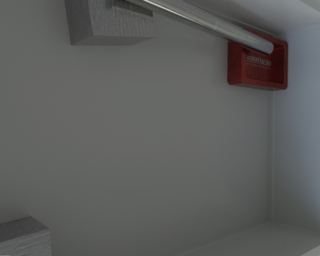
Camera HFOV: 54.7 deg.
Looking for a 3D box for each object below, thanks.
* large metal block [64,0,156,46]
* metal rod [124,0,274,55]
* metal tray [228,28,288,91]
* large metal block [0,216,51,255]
[{"bbox_3d":[-0.057,-0.137,0.344,0.081,0.050,0.079,-12,98,-40],"label":"large metal block"},{"bbox_3d":[0.074,-0.138,0.417,0.302,0.025,0.025,2,89,-45],"label":"metal rod"},{"bbox_3d":[0.175,-0.116,0.547,0.131,0.030,0.089,1,90,-36],"label":"metal tray"},{"bbox_3d":[-0.143,0.132,0.271,0.081,0.050,0.079,-5,94,-40],"label":"large metal block"}]
